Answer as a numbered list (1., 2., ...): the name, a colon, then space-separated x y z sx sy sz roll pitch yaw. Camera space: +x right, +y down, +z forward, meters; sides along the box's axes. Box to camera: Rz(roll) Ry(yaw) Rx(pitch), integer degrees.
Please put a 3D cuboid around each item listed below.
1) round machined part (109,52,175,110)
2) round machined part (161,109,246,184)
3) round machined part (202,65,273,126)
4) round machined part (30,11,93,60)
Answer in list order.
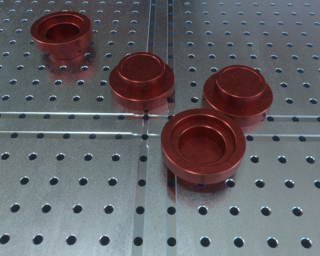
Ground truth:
1. round machined part: -0.027 -0.076 0.460 0.099 0.042 0.098 0 50 0
2. round machined part: 0.050 0.026 0.376 0.099 0.042 0.098 0 50 0
3. round machined part: 0.111 -0.053 0.442 0.099 0.042 0.098 0 50 0
4. round machined part: -0.162 -0.153 0.525 0.099 0.042 0.098 0 50 0
